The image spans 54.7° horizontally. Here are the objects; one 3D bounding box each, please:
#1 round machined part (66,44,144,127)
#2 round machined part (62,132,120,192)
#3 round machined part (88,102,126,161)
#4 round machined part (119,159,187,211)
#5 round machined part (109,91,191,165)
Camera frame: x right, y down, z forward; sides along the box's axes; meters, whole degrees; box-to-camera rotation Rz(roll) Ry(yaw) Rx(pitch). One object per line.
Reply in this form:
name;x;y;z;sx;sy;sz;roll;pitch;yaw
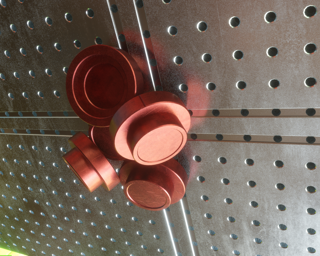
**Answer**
round machined part;-0.064;-0.052;0.386;0.098;0.042;0.097;3;99;22
round machined part;-0.107;0.056;0.458;0.098;0.042;0.098;43;159;22
round machined part;-0.060;0.007;0.433;0.098;0.042;0.097;13;124;20
round machined part;-0.013;0.080;0.439;0.098;0.042;0.097;10;133;11
round machined part;-0.007;0.007;0.369;0.042;0.099;0.097;61;141;39
